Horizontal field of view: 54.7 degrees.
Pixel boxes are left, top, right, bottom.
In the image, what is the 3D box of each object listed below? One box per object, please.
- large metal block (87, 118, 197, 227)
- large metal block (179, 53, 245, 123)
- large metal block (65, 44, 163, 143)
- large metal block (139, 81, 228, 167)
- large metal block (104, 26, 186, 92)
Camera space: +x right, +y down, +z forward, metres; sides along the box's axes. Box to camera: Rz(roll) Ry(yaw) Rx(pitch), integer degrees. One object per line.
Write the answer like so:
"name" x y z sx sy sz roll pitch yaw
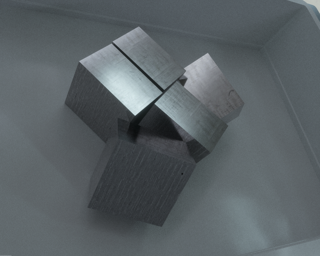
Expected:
"large metal block" -0.021 0.046 0.322 0.080 0.079 0.050 20 19 -17
"large metal block" 0.067 -0.043 0.424 0.050 0.080 0.080 -33 77 3
"large metal block" -0.057 -0.035 0.361 0.080 0.080 0.050 44 51 2
"large metal block" 0.020 0.004 0.378 0.080 0.080 0.050 41 51 -1
"large metal block" -0.027 -0.065 0.394 0.080 0.080 0.050 44 51 1
